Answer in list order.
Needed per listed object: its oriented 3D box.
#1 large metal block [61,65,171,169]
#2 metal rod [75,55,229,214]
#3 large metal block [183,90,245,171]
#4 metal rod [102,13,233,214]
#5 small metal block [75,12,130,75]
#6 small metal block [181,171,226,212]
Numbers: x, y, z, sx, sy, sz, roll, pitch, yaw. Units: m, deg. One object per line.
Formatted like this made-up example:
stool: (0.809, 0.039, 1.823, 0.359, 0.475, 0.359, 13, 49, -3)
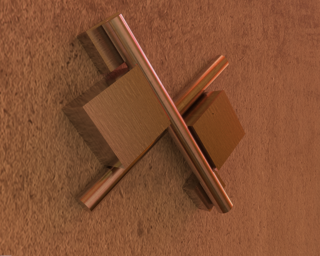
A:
large metal block: (-0.046, -0.013, 0.349, 0.080, 0.050, 0.080, -45, 117, -31)
metal rod: (0.007, -0.010, 0.412, 0.301, 0.025, 0.025, -46, 118, -30)
large metal block: (0.069, 0.003, 0.447, 0.080, 0.050, 0.080, -47, 118, -30)
metal rod: (0.021, 0.000, 0.390, 0.025, 0.025, 0.299, -47, 118, -30)
small metal block: (-0.059, -0.097, 0.357, 0.050, 0.025, 0.050, -45, 117, -31)
small metal block: (0.066, 0.087, 0.462, 0.050, 0.025, 0.050, -51, 120, -28)
